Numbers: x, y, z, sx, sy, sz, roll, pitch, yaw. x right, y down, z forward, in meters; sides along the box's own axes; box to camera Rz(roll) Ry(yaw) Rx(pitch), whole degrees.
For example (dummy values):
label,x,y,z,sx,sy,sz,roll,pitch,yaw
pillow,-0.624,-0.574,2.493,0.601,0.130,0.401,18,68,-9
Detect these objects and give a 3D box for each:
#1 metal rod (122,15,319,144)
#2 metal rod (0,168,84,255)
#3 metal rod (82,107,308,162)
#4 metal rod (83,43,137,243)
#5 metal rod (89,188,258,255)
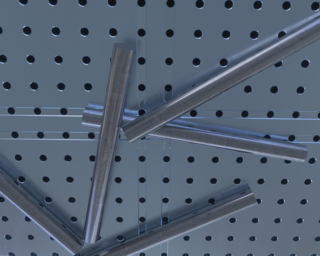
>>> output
label,x,y,z,sx,sy,sz,roll,pitch,yaw
metal rod,0.090,-0.064,0.376,0.301,0.025,0.025,-29,108,4
metal rod,-0.222,0.078,0.439,0.025,0.025,0.300,-38,106,12
metal rod,0.049,0.010,0.417,0.302,0.025,0.025,10,110,-4
metal rod,-0.072,0.039,0.405,0.025,0.025,0.298,12,118,-5
metal rod,0.003,0.163,0.473,0.301,0.025,0.025,-25,109,8
